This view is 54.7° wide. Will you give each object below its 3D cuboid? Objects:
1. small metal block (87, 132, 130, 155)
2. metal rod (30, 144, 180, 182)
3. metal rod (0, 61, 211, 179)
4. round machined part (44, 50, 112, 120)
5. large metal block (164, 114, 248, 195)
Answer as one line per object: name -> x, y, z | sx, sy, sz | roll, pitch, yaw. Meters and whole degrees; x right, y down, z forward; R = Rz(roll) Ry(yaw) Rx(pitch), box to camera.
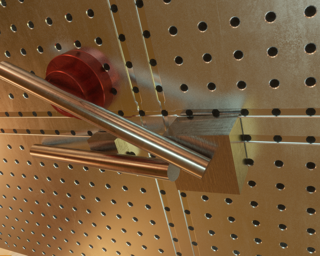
small metal block -> -0.076, 0.034, 0.471 | 0.050, 0.025, 0.050 | 0, 118, 28
metal rod -> -0.101, 0.045, 0.455 | 0.300, 0.025, 0.025 | 2, 120, 38
metal rod -> -0.080, -0.017, 0.379 | 0.301, 0.025, 0.025 | 25, 127, 15
round machined part -> -0.119, -0.053, 0.427 | 0.098, 0.042, 0.097 | 13, 124, 20
large metal block -> 0.057, 0.031, 0.380 | 0.080, 0.050, 0.080 | -2, 118, 28
